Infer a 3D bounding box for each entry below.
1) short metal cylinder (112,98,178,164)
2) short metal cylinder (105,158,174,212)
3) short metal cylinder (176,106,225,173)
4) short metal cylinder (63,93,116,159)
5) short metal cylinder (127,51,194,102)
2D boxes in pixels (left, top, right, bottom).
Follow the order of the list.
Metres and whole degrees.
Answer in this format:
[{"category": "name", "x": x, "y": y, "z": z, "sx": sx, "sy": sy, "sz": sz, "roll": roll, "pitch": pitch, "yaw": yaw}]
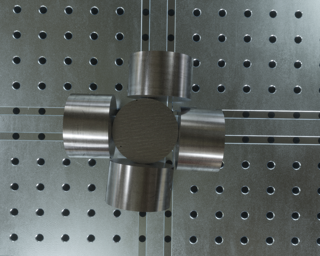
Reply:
[{"category": "short metal cylinder", "x": -0.018, "y": 0.004, "z": 0.401, "sx": 0.081, "sy": 0.050, "sz": 0.080, "roll": 0, "pitch": 90, "yaw": -2}, {"category": "short metal cylinder", "x": -0.025, "y": 0.068, "z": 0.384, "sx": 0.080, "sy": 0.080, "sz": 0.050, "roll": 6, "pitch": 90, "yaw": 0}, {"category": "short metal cylinder", "x": 0.047, "y": 0.014, "z": 0.386, "sx": 0.050, "sy": 0.080, "sz": 0.080, "roll": 4, "pitch": 90, "yaw": 0}, {"category": "short metal cylinder", "x": -0.084, "y": -0.003, "z": 0.385, "sx": 0.050, "sy": 0.080, "sz": 0.079, "roll": 2, "pitch": 90, "yaw": -1}, {"category": "short metal cylinder", "x": 0.000, "y": -0.061, "z": 0.385, "sx": 0.081, "sy": 0.080, "sz": 0.050, "roll": 3, "pitch": 90, "yaw": 0}]
